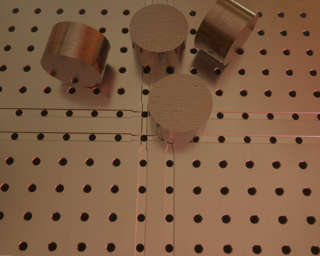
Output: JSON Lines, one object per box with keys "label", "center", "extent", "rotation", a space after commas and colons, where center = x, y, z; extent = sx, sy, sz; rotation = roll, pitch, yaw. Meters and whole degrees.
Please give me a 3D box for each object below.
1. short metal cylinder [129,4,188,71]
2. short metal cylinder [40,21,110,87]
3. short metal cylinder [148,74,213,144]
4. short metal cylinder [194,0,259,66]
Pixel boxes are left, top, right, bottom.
{"label": "short metal cylinder", "center": [-0.001, -0.129, 0.445], "extent": [0.081, 0.050, 0.080], "rotation": [0, 70, 0]}
{"label": "short metal cylinder", "center": [-0.112, -0.097, 0.417], "extent": [0.080, 0.080, 0.050], "rotation": [9, 71, 3]}
{"label": "short metal cylinder", "center": [0.025, -0.024, 0.407], "extent": [0.081, 0.050, 0.080], "rotation": [0, 70, 0]}
{"label": "short metal cylinder", "center": [0.092, -0.135, 0.432], "extent": [0.050, 0.080, 0.080], "rotation": [37, 74, 12]}
